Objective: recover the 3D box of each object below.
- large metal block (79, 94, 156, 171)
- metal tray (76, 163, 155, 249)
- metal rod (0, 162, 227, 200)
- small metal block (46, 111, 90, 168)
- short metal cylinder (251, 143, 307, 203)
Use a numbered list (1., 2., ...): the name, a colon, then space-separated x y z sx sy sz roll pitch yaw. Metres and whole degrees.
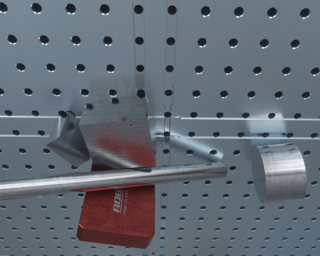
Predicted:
1. large metal block: -0.050 0.007 0.400 0.080 0.050 0.080 -5 130 4
2. metal tray: -0.054 0.091 0.419 0.091 0.130 0.030 11 129 -10
3. metal rod: -0.044 0.066 0.408 0.303 0.025 0.025 -1 133 -24
4. small metal block: -0.115 0.015 0.406 0.025 0.050 0.050 -30 124 23
5. short metal cylinder: 0.163 0.062 0.431 0.050 0.080 0.080 -6 130 4
